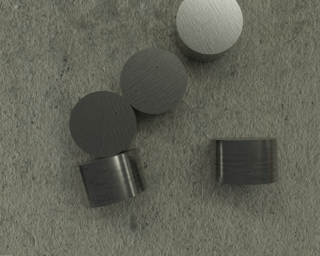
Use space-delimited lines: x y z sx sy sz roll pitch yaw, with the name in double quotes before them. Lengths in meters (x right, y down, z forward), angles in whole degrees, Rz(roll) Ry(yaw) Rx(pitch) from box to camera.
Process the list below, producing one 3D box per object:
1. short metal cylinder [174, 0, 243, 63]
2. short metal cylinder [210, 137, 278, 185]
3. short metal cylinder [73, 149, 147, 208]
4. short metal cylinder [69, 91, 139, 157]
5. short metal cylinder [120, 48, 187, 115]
"short metal cylinder" 0.060 -0.129 0.398 0.081 0.050 0.080 0 90 0
"short metal cylinder" 0.103 0.038 0.383 0.081 0.080 0.050 -1 90 0
"short metal cylinder" -0.060 0.060 0.382 0.080 0.080 0.050 -15 91 0
"short metal cylinder" -0.069 -0.005 0.397 0.081 0.050 0.080 0 90 0
"short metal cylinder" -0.008 -0.057 0.397 0.081 0.050 0.080 0 90 0
